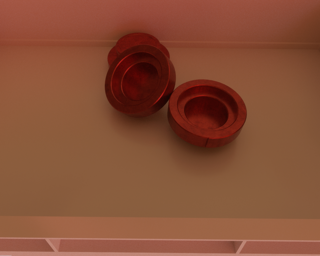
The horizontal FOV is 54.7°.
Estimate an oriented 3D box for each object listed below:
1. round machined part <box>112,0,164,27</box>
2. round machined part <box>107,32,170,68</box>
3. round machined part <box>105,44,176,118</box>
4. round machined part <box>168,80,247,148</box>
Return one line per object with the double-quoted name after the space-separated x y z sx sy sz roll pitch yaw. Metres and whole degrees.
-0.042 -0.241 0.598 0.099 0.042 0.098 0 50 0 "round machined part"
-0.034 -0.114 0.490 0.099 0.042 0.098 0 50 0 "round machined part"
-0.023 -0.061 0.425 0.098 0.042 0.098 -7 73 24 "round machined part"
0.059 -0.014 0.404 0.099 0.042 0.098 2 53 -3 "round machined part"
